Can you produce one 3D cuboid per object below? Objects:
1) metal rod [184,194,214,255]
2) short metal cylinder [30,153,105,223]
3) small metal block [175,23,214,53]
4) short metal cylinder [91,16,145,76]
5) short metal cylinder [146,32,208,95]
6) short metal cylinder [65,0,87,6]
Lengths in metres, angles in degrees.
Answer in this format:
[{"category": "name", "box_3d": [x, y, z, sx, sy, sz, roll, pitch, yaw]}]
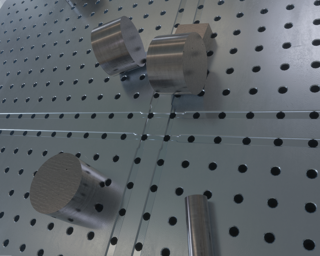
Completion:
[{"category": "metal rod", "box_3d": [0.043, 0.204, 0.260, 0.025, 0.025, 0.299, -15, 56, 20]}, {"category": "short metal cylinder", "box_3d": [-0.121, 0.079, 0.407, 0.080, 0.050, 0.080, -13, 56, 21]}, {"category": "small metal block", "box_3d": [0.046, -0.128, 0.463, 0.050, 0.025, 0.050, 9, 66, 32]}, {"category": "short metal cylinder", "box_3d": [-0.063, -0.127, 0.484, 0.050, 0.080, 0.080, -16, 55, 19]}, {"category": "short metal cylinder", "box_3d": [0.025, -0.084, 0.412, 0.050, 0.080, 0.080, 3, 63, 30]}, {"category": "short metal cylinder", "box_3d": [-0.189, -0.320, 0.688, 0.080, 0.050, 0.080, -13, 56, 21]}]
